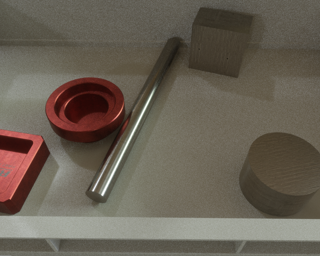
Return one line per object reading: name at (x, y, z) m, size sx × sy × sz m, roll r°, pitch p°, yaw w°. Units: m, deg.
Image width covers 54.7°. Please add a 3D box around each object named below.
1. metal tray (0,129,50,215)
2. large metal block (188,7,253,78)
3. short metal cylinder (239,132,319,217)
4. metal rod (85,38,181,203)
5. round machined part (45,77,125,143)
metal tray at (-0.210, 0.043, 0.362) m, size 0.131 × 0.030 × 0.090 m, roll 9°, pitch 50°, yaw 7°
large metal block at (0.092, -0.132, 0.481) m, size 0.080 × 0.080 × 0.050 m, roll 14°, pitch 52°, yaw 11°
short metal cylinder at (0.135, 0.051, 0.348) m, size 0.081 × 0.050 × 0.080 m, roll 0°, pitch 50°, yaw 0°
metal rod at (-0.023, -0.033, 0.432) m, size 0.025 × 0.025 × 0.300 m, roll 14°, pitch 51°, yaw 11°
round machined part at (-0.095, -0.019, 0.409) m, size 0.099 × 0.042 × 0.098 m, roll 0°, pitch 50°, yaw 0°
